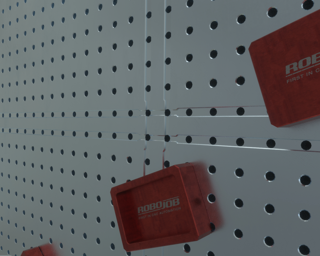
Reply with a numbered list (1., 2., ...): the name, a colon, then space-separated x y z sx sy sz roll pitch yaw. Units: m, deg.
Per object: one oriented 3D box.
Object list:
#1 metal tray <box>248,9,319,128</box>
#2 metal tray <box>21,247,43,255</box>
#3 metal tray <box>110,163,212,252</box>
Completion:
1. metal tray: 0.155 -0.060 0.277 0.130 0.030 0.090 -21 77 37
2. metal tray: -0.239 0.311 0.599 0.130 0.030 0.089 47 118 29
3. metal tray: -0.004 0.107 0.407 0.130 0.030 0.090 -26 74 36
